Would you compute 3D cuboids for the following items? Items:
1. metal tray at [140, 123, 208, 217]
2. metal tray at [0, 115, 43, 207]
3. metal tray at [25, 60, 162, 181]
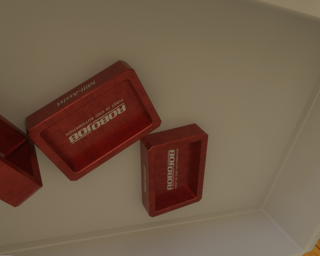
[{"bbox_3d":[0.020,0.064,0.455,0.091,0.030,0.129,-13,124,-21],"label":"metal tray"},{"bbox_3d":[-0.169,0.006,0.277,0.030,0.090,0.130,-40,130,-1],"label":"metal tray"},{"bbox_3d":[-0.073,-0.007,0.361,0.130,0.030,0.090,-33,129,-7],"label":"metal tray"}]
